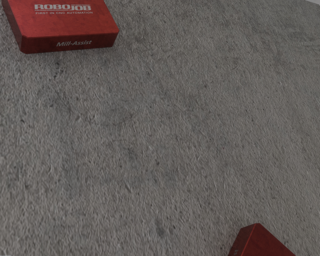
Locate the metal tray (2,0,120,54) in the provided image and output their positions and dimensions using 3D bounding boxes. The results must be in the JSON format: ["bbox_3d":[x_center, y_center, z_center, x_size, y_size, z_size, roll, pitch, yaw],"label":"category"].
[{"bbox_3d":[-0.132,-0.150,0.421,0.131,0.030,0.090,-16,70,-34],"label":"metal tray"}]

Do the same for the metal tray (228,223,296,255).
[{"bbox_3d":[0.110,0.186,0.346,0.090,0.030,0.131,42,51,1],"label":"metal tray"}]
